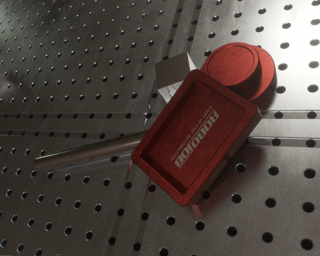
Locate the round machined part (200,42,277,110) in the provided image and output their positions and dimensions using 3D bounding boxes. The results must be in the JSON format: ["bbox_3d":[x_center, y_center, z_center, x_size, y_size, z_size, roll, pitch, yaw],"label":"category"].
[{"bbox_3d":[0.093,-0.069,0.390,0.098,0.042,0.098,-13,56,20],"label":"round machined part"}]

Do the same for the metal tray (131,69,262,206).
[{"bbox_3d":[0.038,0.010,0.348,0.090,0.030,0.130,39,97,28],"label":"metal tray"}]

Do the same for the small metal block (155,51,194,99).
[{"bbox_3d":[0.022,-0.075,0.441,0.050,0.025,0.050,-17,55,18],"label":"small metal block"}]

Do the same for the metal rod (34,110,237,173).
[{"bbox_3d":[-0.042,0.022,0.415,0.301,0.025,0.025,-14,56,20],"label":"metal rod"}]
